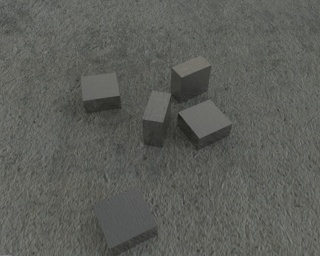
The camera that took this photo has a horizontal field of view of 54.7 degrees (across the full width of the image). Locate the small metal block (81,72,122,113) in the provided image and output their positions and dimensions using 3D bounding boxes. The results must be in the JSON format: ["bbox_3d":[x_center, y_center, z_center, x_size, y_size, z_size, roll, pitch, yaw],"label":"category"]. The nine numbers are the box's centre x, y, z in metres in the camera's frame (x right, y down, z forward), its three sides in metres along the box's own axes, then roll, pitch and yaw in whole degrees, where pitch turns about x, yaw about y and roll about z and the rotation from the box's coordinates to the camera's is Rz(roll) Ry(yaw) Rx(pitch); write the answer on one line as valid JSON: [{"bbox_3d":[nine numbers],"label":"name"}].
[{"bbox_3d":[-0.085,-0.051,0.445,0.050,0.025,0.050,-9,51,-8],"label":"small metal block"}]

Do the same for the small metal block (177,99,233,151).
[{"bbox_3d":[0.058,-0.005,0.408,0.050,0.025,0.050,-23,54,-18],"label":"small metal block"}]

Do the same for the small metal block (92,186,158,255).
[{"bbox_3d":[-0.036,0.096,0.322,0.050,0.025,0.050,-21,53,-17],"label":"small metal block"}]

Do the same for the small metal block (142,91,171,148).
[{"bbox_3d":[-0.003,-0.011,0.396,0.025,0.050,0.050,10,51,8],"label":"small metal block"}]

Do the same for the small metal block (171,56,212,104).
[{"bbox_3d":[0.044,-0.069,0.445,0.050,0.050,0.025,-26,55,-20],"label":"small metal block"}]
